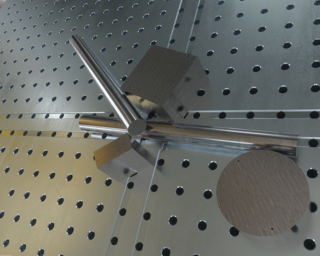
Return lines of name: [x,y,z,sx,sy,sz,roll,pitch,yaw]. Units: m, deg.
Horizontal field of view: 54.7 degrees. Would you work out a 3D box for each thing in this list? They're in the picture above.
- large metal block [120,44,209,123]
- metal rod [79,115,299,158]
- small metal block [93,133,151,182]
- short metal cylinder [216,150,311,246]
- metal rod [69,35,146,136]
large metal block: [0.007,-0.060,0.426,0.080,0.050,0.080,26,76,37]
metal rod: [0.014,0.005,0.397,0.300,0.025,0.025,6,65,30]
small metal block: [-0.047,0.039,0.393,0.050,0.050,0.025,-30,52,9]
short metal cylinder: [0.100,0.068,0.298,0.080,0.050,0.080,-13,56,21]
metal rod: [-0.095,-0.084,0.492,0.025,0.025,0.300,-40,46,1]
